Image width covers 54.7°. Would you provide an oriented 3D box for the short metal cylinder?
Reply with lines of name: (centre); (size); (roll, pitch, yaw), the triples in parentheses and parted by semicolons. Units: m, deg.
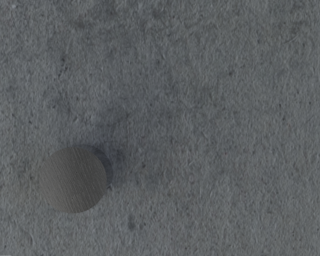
short metal cylinder: (-0.104, 0.063, 0.396); (0.081, 0.050, 0.079); (0, 90, -1)
